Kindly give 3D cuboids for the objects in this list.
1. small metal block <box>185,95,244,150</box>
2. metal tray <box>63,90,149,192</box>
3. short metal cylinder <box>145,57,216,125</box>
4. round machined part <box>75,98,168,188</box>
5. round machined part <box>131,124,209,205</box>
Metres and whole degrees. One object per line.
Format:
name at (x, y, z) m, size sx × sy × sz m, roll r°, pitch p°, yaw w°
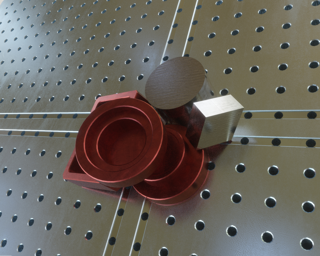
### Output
small metal block at (0.061, -0.006, 0.351) m, size 0.050 × 0.050 × 0.025 m, roll -14°, pitch 47°, yaw -24°
metal tray at (-0.071, 0.015, 0.417) m, size 0.090 × 0.030 × 0.130 m, roll -4°, pitch 59°, yaw 43°
short metal cylinder at (0.028, -0.046, 0.404) m, size 0.080 × 0.050 × 0.080 m, roll -13°, pitch 56°, yaw 20°
round machined part at (-0.039, 0.019, 0.344) m, size 0.098 × 0.042 × 0.098 m, roll -6°, pitch 62°, yaw 13°
round machined part at (0.005, 0.038, 0.369) m, size 0.098 × 0.042 × 0.098 m, roll -13°, pitch 56°, yaw 20°
